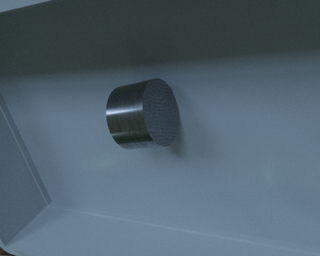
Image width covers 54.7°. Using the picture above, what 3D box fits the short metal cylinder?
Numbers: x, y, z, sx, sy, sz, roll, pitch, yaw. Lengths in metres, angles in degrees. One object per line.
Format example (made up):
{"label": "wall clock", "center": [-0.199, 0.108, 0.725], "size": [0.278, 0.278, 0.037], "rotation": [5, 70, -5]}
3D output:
{"label": "short metal cylinder", "center": [-0.019, -0.016, 0.372], "size": [0.050, 0.080, 0.080], "rotation": [-7, 115, 31]}
